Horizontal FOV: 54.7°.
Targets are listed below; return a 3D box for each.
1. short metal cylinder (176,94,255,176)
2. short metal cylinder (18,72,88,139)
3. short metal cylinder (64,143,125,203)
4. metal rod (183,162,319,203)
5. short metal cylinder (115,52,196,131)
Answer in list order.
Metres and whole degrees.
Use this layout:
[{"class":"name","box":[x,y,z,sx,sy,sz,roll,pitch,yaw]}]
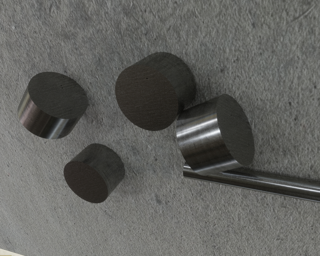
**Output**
[{"class":"short metal cylinder","box":[0.063,0.008,0.343,0.050,0.080,0.080,-22,107,36]},{"class":"short metal cylinder","box":[-0.148,-0.031,0.430,0.080,0.080,0.050,43,129,-2]},{"class":"short metal cylinder","box":[-0.103,0.071,0.489,0.080,0.050,0.079,13,124,21]},{"class":"metal rod","box":[0.172,0.072,0.360,0.301,0.025,0.025,7,122,24]},{"class":"short metal cylinder","box":[-0.005,-0.043,0.364,0.080,0.050,0.079,14,124,23]}]
